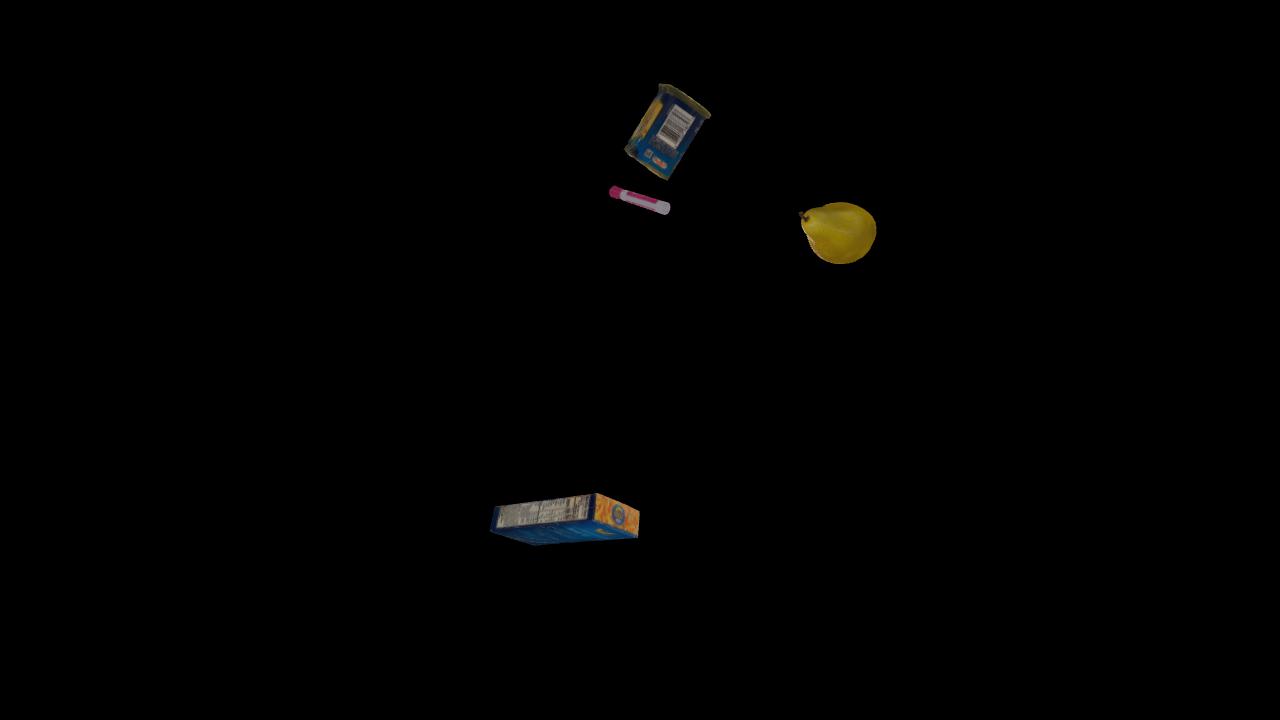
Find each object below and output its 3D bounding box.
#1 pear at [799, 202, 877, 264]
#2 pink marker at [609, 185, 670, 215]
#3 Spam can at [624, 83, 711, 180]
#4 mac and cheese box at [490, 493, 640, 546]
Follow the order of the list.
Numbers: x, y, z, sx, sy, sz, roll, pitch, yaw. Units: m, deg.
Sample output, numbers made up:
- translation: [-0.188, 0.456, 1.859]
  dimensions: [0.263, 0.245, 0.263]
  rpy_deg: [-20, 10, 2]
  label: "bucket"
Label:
- translation: [0.223, -0.157, 0.736]
  dimensions: [0.111, 0.080, 0.080]
  rpy_deg: [11, -4, -22]
  label: "pear"
- translation: [-0.004, -0.246, 0.943]
  dimensions: [0.121, 0.020, 0.020]
  rpy_deg: [29, 18, 36]
  label: "pink marker"
- translation: [0.028, -0.259, 0.700]
  dimensions: [0.058, 0.085, 0.101]
  rpy_deg: [29, 18, -18]
  label: "Spam can"
- translation: [-0.101, 0.213, 0.811]
  dimensions: [0.184, 0.041, 0.093]
  rpy_deg: [-15, -35, 32]
  label: "mac and cheese box"
